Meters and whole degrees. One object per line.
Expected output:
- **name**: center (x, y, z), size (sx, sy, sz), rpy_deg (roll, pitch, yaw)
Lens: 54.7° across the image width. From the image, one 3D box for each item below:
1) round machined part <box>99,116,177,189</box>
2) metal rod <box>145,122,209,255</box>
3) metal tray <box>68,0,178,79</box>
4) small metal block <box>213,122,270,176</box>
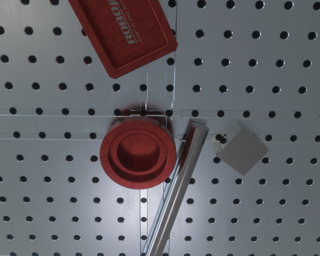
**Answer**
- **round machined part**: center (-0.028, 0.030, 0.415), size (0.099, 0.042, 0.097), rpy_deg (0, 110, 0)
- **metal rod**: center (0.011, 0.132, 0.462), size (0.025, 0.025, 0.298), rpy_deg (16, 109, -6)
- **metal tray**: center (-0.046, -0.134, 0.360), size (0.090, 0.030, 0.129), rpy_deg (-24, 109, 8)
- **small metal block**: center (0.111, 0.029, 0.425), size (0.050, 0.025, 0.050), rpy_deg (36, 106, -13)
